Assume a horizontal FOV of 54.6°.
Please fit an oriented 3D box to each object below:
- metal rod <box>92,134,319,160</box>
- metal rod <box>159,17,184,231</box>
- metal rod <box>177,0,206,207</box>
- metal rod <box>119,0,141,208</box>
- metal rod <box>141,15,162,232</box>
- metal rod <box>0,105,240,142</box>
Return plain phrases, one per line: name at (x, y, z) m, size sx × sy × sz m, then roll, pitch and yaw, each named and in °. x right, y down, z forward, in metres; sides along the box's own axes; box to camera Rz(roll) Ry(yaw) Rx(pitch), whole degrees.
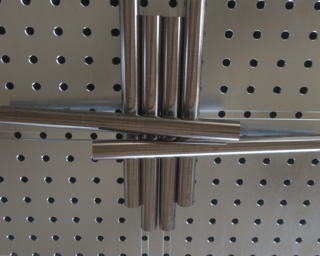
metal rod at (0.068, 0.024, 0.400) m, size 0.302 × 0.025 × 0.025 m, roll -1°, pitch 110°, yaw -9°
metal rod at (0.013, 0.008, 0.417) m, size 0.025 × 0.025 × 0.298 m, roll 1°, pitch 110°, yaw 0°
metal rod at (0.039, -0.031, 0.401) m, size 0.025 × 0.025 × 0.298 m, roll 1°, pitch 110°, yaw 0°
metal rod at (-0.037, -0.030, 0.401) m, size 0.025 × 0.025 × 0.298 m, roll 1°, pitch 110°, yaw 0°
metal rod at (-0.013, 0.008, 0.415) m, size 0.025 × 0.025 × 0.298 m, roll 1°, pitch 110°, yaw -1°
metal rod at (-0.056, -0.007, 0.386) m, size 0.301 × 0.025 × 0.025 m, roll 4°, pitch 110°, yaw 8°
